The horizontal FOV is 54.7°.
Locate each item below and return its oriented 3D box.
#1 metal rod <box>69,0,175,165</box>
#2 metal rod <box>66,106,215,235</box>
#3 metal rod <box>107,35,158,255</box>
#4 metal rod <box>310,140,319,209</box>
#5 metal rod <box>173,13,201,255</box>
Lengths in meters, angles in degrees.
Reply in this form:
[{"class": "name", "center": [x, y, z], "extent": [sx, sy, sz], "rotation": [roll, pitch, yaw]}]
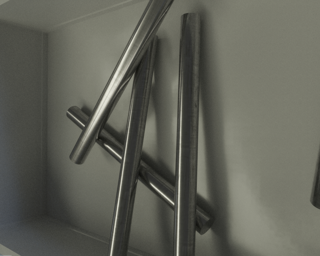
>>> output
[{"class": "metal rod", "center": [-0.055, -0.063, 0.412], "extent": [0.025, 0.025, 0.298], "rotation": [50, 121, 28]}, {"class": "metal rod", "center": [-0.047, 0.044, 0.445], "extent": [0.300, 0.025, 0.025], "rotation": [35, 112, 34]}, {"class": "metal rod", "center": [-0.035, 0.023, 0.408], "extent": [0.025, 0.025, 0.298], "rotation": [4, 84, 40]}, {"class": "metal rod", "center": [0.136, -0.062, 0.213], "extent": [0.025, 0.025, 0.298], "rotation": [19, 128, 38]}, {"class": "metal rod", "center": [0.032, 0.014, 0.359], "extent": [0.025, 0.025, 0.298], "rotation": [-3, 82, 40]}]
